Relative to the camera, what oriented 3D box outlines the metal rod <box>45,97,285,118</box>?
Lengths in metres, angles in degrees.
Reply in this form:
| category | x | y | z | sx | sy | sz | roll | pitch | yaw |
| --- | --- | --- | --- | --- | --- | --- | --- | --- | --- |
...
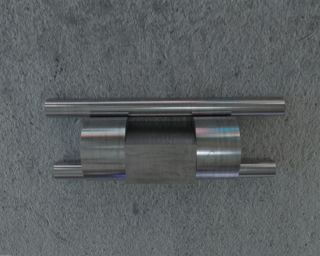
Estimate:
| category | x | y | z | sx | sy | sz | roll | pitch | yaw |
| --- | --- | --- | --- | --- | --- | --- | --- | --- | --- |
| metal rod | 0.007 | -0.027 | 0.401 | 0.302 | 0.025 | 0.025 | -1 | 110 | 0 |

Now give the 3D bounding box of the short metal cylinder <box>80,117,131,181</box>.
| category | x | y | z | sx | sy | sz | roll | pitch | yaw |
| --- | --- | --- | --- | --- | --- | --- | --- | --- | --- |
| short metal cylinder | -0.065 | 0.026 | 0.390 | 0.050 | 0.080 | 0.079 | -1 | 110 | 0 |

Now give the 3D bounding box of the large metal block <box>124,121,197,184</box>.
| category | x | y | z | sx | sy | sz | roll | pitch | yaw |
| --- | --- | --- | --- | --- | --- | --- | --- | --- | --- |
| large metal block | 0.001 | 0.028 | 0.389 | 0.081 | 0.080 | 0.050 | 0 | 110 | 0 |

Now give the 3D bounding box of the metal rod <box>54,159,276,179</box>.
| category | x | y | z | sx | sy | sz | roll | pitch | yaw |
| --- | --- | --- | --- | --- | --- | --- | --- | --- | --- |
| metal rod | 0.007 | 0.058 | 0.432 | 0.302 | 0.025 | 0.025 | -1 | 110 | 0 |

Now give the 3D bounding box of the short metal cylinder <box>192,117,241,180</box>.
| category | x | y | z | sx | sy | sz | roll | pitch | yaw |
| --- | --- | --- | --- | --- | --- | --- | --- | --- | --- |
| short metal cylinder | 0.067 | 0.025 | 0.391 | 0.050 | 0.080 | 0.079 | -1 | 110 | 0 |
